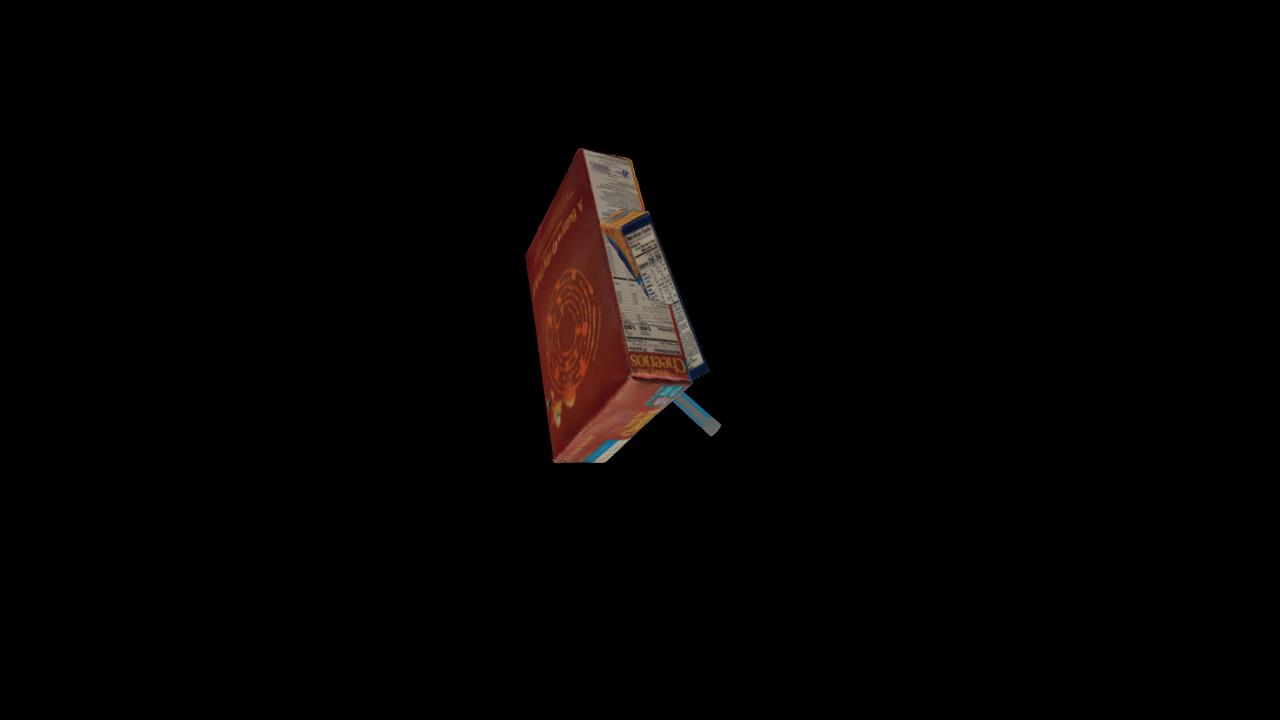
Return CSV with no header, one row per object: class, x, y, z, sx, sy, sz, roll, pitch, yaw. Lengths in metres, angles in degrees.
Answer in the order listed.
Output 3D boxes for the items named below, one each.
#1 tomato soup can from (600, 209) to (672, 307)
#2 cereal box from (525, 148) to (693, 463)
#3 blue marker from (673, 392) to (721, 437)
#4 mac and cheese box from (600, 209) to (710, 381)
tomato soup can,-0.056,-0.024,0.764,0.101,0.068,0.068,-44,14,-15
cereal box,-0.052,-0.058,0.707,0.081,0.306,0.203,4,-33,-29
blue marker,0.046,0.044,0.736,0.121,0.020,0.020,42,15,17
mac and cheese box,0.012,-0.068,0.660,0.041,0.184,0.093,-28,23,-11
